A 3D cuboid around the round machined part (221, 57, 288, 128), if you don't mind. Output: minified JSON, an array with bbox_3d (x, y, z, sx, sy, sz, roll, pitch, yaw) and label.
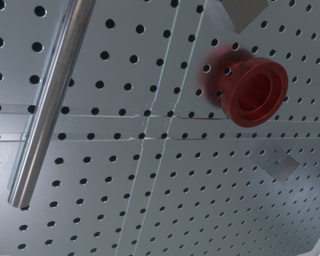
[{"bbox_3d":[0.127,-0.053,0.437,0.099,0.042,0.097,-14,124,-21],"label":"round machined part"}]

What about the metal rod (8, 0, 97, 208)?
[{"bbox_3d":[-0.111,-0.041,0.325,0.025,0.025,0.298,12,112,-33],"label":"metal rod"}]

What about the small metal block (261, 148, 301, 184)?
[{"bbox_3d":[0.226,0.071,0.578,0.050,0.025,0.050,29,102,-38],"label":"small metal block"}]

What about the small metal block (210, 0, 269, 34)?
[{"bbox_3d":[0.095,-0.151,0.370,0.050,0.025,0.050,-44,129,3],"label":"small metal block"}]
